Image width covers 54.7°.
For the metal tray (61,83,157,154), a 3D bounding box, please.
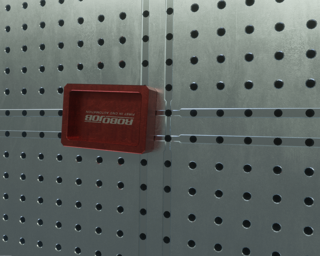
[{"bbox_3d":[-0.073,-0.015,0.434,0.130,0.030,0.089,4,91,19],"label":"metal tray"}]
